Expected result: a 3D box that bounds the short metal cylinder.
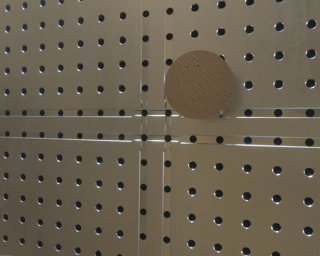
[{"bbox_3d":[0.052,-0.050,0.381,0.080,0.050,0.079,0,90,19],"label":"short metal cylinder"}]
